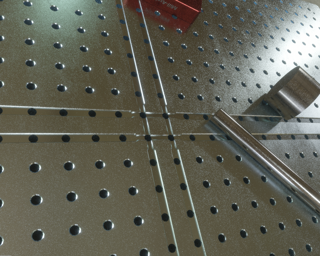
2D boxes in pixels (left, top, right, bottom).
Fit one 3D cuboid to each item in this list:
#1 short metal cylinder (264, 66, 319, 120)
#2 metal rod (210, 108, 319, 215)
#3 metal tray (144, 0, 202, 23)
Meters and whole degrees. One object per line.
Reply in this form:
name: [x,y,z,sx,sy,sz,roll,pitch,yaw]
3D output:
short metal cylinder: [0.227,-0.060,0.531,0.050,0.080,0.080,43,51,1]
metal rod: [0.197,0.077,0.466,0.300,0.025,0.025,41,51,0]
metal tray: [0.014,-0.256,0.568,0.131,0.030,0.090,20,54,-16]
